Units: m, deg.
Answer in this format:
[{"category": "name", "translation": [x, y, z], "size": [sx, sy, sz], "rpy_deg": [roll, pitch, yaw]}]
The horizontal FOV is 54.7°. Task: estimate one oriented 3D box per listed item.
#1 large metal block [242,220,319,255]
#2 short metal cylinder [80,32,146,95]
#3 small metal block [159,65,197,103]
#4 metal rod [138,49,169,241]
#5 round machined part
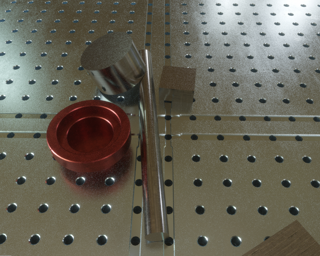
[{"category": "large metal block", "translation": [0.113, 0.143, 0.273], "size": [0.081, 0.050, 0.080], "rpy_deg": [-24, 54, -19]}, {"category": "short metal cylinder", "translation": [-0.068, -0.095, 0.455], "size": [0.080, 0.050, 0.080], "rpy_deg": [-12, 50, 15]}, {"category": "small metal block", "translation": [0.027, -0.066, 0.463], "size": [0.050, 0.025, 0.050], "rpy_deg": [6, 50, 5]}, {"category": "metal rod", "translation": [-0.015, -0.004, 0.410], "size": [0.025, 0.025, 0.300], "rpy_deg": [-3, 50, -3]}, {"category": "round machined part", "translation": [-0.085, 0.014, 0.384], "size": [0.099, 0.042, 0.098], "rpy_deg": [0, 50, 0]}]
